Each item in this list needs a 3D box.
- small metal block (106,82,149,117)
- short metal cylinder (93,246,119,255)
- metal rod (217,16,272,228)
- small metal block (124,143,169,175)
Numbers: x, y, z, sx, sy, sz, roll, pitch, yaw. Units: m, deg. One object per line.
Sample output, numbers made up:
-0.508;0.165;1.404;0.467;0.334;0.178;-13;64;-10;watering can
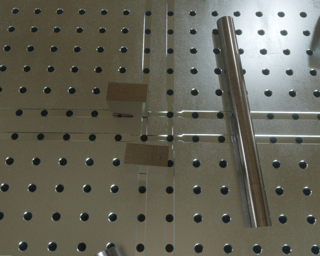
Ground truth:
-0.041;-0.037;0.411;0.050;0.050;0.025;3;70;1;small metal block
-0.074;0.166;0.321;0.080;0.080;0.050;-26;72;-9;short metal cylinder
0.110;-0.022;0.420;0.025;0.025;0.299;-4;70;-2;metal rod
-0.015;0.040;0.384;0.050;0.050;0.025;5;70;2;small metal block
